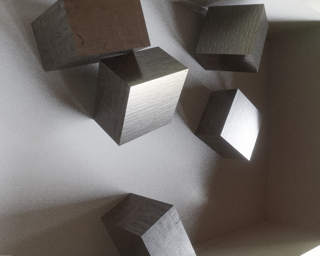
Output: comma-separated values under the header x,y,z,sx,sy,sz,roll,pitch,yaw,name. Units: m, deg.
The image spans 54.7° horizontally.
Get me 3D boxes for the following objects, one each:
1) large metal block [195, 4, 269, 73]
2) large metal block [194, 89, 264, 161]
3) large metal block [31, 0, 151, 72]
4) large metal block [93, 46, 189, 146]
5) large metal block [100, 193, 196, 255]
x,y,z,sx,sy,sz,roll,pitch,yaw,name
0.107,-0.130,0.454,0.050,0.080,0.080,39,64,-58,large metal block
0.110,-0.004,0.486,0.080,0.050,0.080,37,67,-34,large metal block
-0.070,-0.094,0.312,0.081,0.080,0.050,-21,102,-38,large metal block
-0.023,-0.037,0.347,0.081,0.050,0.079,-25,145,-38,large metal block
-0.013,0.130,0.362,0.050,0.080,0.080,-36,112,-35,large metal block
